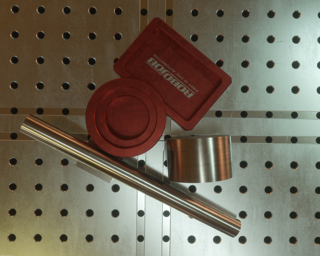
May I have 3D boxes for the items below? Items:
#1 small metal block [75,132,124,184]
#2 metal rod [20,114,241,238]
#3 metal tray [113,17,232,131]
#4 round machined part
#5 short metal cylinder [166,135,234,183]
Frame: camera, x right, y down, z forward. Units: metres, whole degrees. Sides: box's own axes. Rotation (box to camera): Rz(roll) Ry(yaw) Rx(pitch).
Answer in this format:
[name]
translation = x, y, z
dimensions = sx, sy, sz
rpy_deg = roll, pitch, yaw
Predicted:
[small metal block]
translation = -0.075, 0.038, 0.413
dimensions = 0.050, 0.025, 0.050
rpy_deg = 28, 90, -1
[metal rod]
translation = -0.029, 0.065, 0.393
dimensions = 0.301, 0.025, 0.025
rpy_deg = 28, 90, -9
[metal tray]
translation = 0.016, -0.069, 0.410
dimensions = 0.130, 0.030, 0.090
rpy_deg = 40, 89, 0
[round machined part]
translation = -0.041, -0.013, 0.396
dimensions = 0.099, 0.042, 0.097
rpy_deg = 0, 90, 1
[short metal cylinder]
translation = 0.049, 0.036, 0.385
dimensions = 0.081, 0.080, 0.050
rpy_deg = -4, 90, -1
